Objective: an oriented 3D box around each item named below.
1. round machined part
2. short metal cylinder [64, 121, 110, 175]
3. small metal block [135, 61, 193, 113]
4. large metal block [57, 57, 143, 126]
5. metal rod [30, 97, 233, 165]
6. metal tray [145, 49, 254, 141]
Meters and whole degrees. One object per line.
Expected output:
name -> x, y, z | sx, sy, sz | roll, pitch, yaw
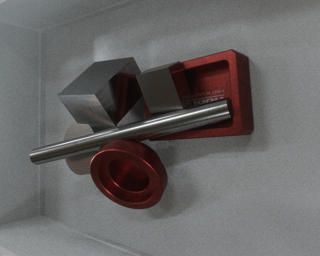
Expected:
round machined part -> -0.036, 0.055, 0.401 | 0.098, 0.042, 0.097 | 11, 126, 16
short metal cylinder -> -0.101, 0.028, 0.468 | 0.080, 0.050, 0.079 | 0, 90, 39
small metal block -> 0.005, -0.048, 0.371 | 0.050, 0.025, 0.050 | -6, 112, 40
large metal block -> -0.075, -0.049, 0.419 | 0.080, 0.080, 0.050 | 4, 135, 40
metal rod -> -0.055, 0.011, 0.394 | 0.300, 0.025, 0.025 | -14, 81, 27
metal tray -> 0.040, -0.032, 0.366 | 0.130, 0.030, 0.089 | -6, 86, 39
